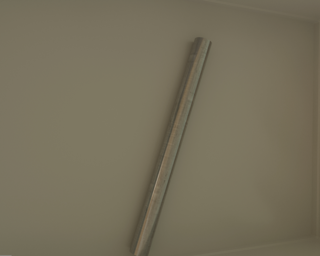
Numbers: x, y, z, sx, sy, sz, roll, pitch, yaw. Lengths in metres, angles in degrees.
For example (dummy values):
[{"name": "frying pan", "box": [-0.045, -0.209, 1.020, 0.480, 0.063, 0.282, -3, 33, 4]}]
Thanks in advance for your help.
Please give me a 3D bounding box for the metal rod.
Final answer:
[{"name": "metal rod", "box": [0.017, 0.021, 0.417, 0.025, 0.025, 0.299, 19, 83, -19]}]
